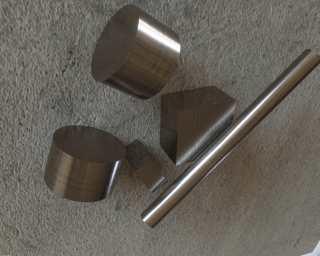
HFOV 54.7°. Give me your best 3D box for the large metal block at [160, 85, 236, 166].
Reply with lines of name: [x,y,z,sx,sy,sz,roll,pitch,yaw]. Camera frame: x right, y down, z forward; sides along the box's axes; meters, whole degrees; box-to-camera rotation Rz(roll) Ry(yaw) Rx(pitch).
large metal block: [0.048,-0.005,0.413,0.081,0.050,0.079,-12,124,-22]

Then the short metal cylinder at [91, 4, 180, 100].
short metal cylinder: [-0.026,-0.074,0.311,0.050,0.080,0.080,22,107,-36]

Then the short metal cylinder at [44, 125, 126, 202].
short metal cylinder: [-0.084,0.038,0.349,0.081,0.080,0.050,6,115,-31]

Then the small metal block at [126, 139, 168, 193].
small metal block: [-0.021,0.050,0.410,0.025,0.050,0.050,-35,129,-5]

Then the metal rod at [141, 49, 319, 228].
metal rod: [0.088,0.016,0.400,0.300,0.025,0.025,-46,129,3]
